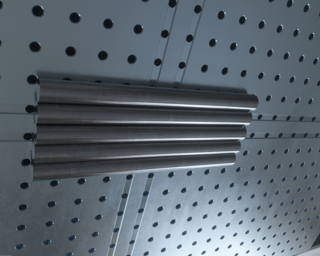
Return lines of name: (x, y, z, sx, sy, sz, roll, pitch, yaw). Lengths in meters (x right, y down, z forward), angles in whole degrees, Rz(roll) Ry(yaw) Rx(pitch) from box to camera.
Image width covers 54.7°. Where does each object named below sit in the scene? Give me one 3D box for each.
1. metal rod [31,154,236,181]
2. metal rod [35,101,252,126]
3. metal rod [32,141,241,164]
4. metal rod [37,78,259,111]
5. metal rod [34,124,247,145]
metal rod: (-0.017, 0.049, 0.434, 0.303, 0.025, 0.025, 0, 119, -29)
metal rod: (0.001, -0.017, 0.403, 0.303, 0.025, 0.025, 0, 118, -29)
metal rod: (-0.011, 0.028, 0.424, 0.303, 0.025, 0.025, 0, 118, -29)
metal rod: (0.007, -0.039, 0.393, 0.303, 0.025, 0.025, 0, 118, -29)
metal rod: (-0.005, 0.006, 0.414, 0.303, 0.025, 0.025, 0, 118, -29)
